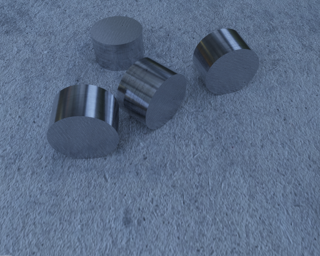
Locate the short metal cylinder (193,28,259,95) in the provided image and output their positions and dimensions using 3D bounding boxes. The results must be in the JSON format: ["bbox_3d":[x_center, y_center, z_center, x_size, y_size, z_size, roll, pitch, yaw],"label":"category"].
[{"bbox_3d":[0.094,-0.095,0.448,0.081,0.080,0.050,-13,51,-11],"label":"short metal cylinder"}]

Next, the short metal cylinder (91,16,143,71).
[{"bbox_3d":[-0.068,-0.137,0.502,0.080,0.050,0.080,0,50,0],"label":"short metal cylinder"}]

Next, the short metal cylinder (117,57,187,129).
[{"bbox_3d":[-0.010,-0.045,0.405,0.050,0.080,0.080,34,58,25],"label":"short metal cylinder"}]

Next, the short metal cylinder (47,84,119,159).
[{"bbox_3d":[-0.090,-0.006,0.372,0.081,0.080,0.050,-4,50,-3],"label":"short metal cylinder"}]
